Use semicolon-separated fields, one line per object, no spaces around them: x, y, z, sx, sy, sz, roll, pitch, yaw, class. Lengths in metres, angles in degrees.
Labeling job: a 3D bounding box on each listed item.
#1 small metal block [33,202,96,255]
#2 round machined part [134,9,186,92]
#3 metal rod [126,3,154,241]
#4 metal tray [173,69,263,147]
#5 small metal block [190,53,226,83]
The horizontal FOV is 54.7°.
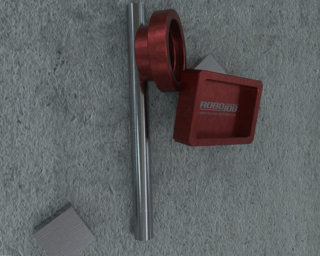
-0.113;0.126;0.368;0.050;0.025;0.050;-36;102;-17;small metal block
0.001;-0.092;0.380;0.042;0.098;0.097;-2;91;18;round machined part
-0.026;-0.007;0.400;0.025;0.025;0.298;-2;91;-20;metal rod
0.080;-0.024;0.406;0.131;0.030;0.089;1;100;-40;metal tray
0.064;-0.067;0.434;0.050;0.025;0.050;-46;105;-14;small metal block
